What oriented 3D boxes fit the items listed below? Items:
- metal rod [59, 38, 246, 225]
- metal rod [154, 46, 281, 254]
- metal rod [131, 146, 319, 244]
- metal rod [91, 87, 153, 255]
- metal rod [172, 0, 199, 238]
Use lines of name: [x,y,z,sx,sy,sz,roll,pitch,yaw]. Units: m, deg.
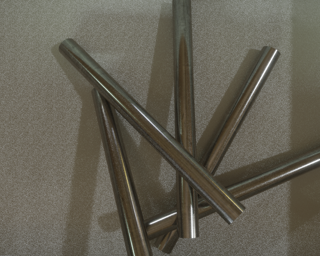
metal rod: [-0.022,-0.008,0.366,0.025,0.025,0.300,-46,73,0]
metal rod: [0.076,0.028,0.411,0.025,0.025,0.299,29,90,0]
metal rod: [0.106,0.078,0.395,0.302,0.025,0.025,-21,90,-7]
metal rod: [-0.037,0.078,0.345,0.025,0.025,0.299,-18,63,0]
metal rod: [0.031,-0.022,0.383,0.025,0.025,0.299,-1,79,0]
